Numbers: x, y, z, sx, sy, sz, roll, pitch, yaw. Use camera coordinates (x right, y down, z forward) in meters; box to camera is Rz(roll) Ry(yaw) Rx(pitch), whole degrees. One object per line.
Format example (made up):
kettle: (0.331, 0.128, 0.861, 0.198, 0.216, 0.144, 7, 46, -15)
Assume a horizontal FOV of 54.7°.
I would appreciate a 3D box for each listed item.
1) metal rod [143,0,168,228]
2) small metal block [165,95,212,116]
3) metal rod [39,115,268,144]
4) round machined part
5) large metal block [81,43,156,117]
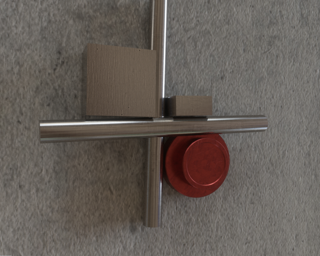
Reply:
metal rod: (-0.006, -0.022, 0.409, 0.025, 0.025, 0.298, 2, 89, -20)
small metal block: (0.035, -0.028, 0.411, 0.050, 0.050, 0.025, -2, 91, -20)
metal rod: (0.011, -0.001, 0.389, 0.303, 0.025, 0.025, -2, 91, -24)
round machined part: (0.054, 0.047, 0.421, 0.099, 0.042, 0.097, 0, 90, -21)
large metal block: (-0.051, -0.053, 0.378, 0.081, 0.050, 0.079, 1, 90, -21)
